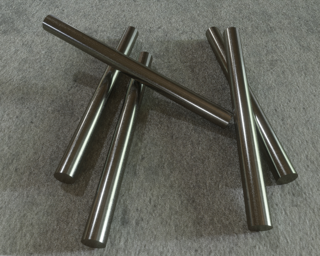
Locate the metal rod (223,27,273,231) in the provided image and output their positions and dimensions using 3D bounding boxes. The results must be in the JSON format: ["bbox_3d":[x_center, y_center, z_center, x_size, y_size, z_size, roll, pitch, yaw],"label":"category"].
[{"bbox_3d":[0.107,-0.022,0.400,0.025,0.025,0.300,1,57,1],"label":"metal rod"}]

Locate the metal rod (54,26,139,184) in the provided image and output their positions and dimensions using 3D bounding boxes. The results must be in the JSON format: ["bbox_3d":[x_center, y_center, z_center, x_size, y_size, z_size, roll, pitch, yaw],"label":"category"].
[{"bbox_3d":[-0.079,-0.055,0.448,0.025,0.025,0.300,9,50,7],"label":"metal rod"}]

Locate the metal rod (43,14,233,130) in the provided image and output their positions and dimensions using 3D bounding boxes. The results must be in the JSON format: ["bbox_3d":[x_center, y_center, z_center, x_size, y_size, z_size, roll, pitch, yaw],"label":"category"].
[{"bbox_3d":[-0.037,-0.083,0.436,0.301,0.025,0.025,30,55,9],"label":"metal rod"}]

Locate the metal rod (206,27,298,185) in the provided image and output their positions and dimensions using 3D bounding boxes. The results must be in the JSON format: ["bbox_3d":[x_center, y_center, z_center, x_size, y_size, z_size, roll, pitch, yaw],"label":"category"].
[{"bbox_3d":[0.119,-0.054,0.450,0.025,0.025,0.300,-8,51,-7],"label":"metal rod"}]

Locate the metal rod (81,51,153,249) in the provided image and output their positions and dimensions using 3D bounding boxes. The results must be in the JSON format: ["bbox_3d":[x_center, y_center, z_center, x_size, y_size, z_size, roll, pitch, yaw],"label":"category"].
[{"bbox_3d":[-0.045,0.001,0.401,0.025,0.025,0.300,6,50,5],"label":"metal rod"}]
